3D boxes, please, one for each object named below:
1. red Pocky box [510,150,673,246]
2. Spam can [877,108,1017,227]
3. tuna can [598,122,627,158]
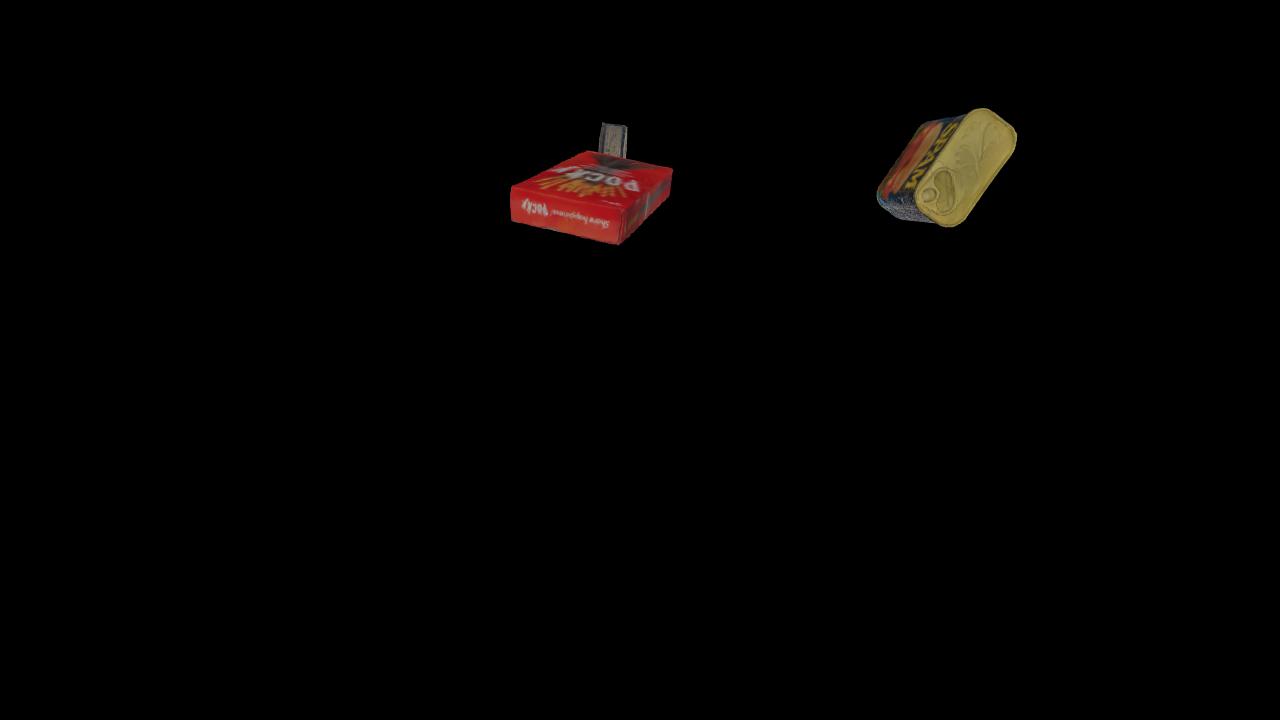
[{"bbox_3d":[-0.030,-0.130,0.476,0.083,0.028,0.155,15,30,9],"label":"red Pocky box"},{"bbox_3d":[0.285,-0.180,0.585,0.058,0.101,0.085,31,11,-12],"label":"Spam can"},{"bbox_3d":[-0.037,-0.274,0.829,0.034,0.084,0.084,5,0,-1],"label":"tuna can"}]
